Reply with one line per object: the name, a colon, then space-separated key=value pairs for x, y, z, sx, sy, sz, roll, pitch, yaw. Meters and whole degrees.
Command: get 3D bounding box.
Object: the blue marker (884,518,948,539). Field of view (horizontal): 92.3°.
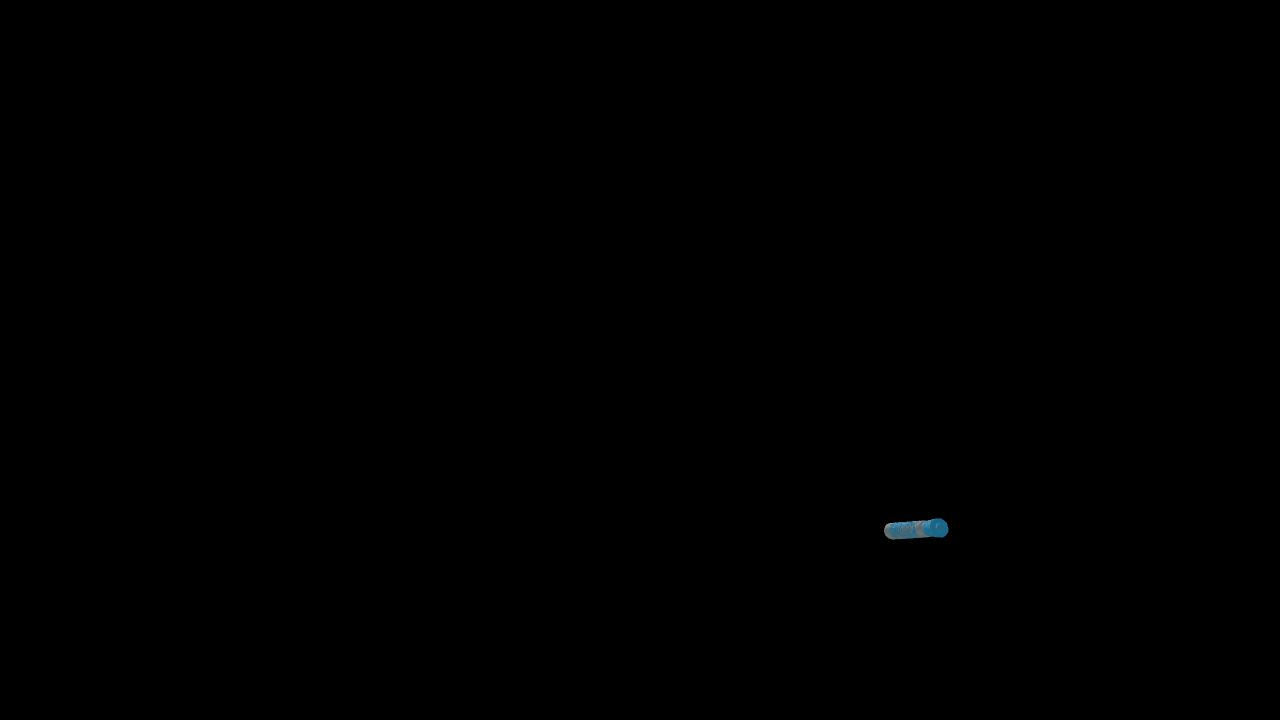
blue marker: x=0.298 y=0.184 z=0.668 sx=0.020 sy=0.020 sz=0.121 roll=0 pitch=-17 yaw=-1
